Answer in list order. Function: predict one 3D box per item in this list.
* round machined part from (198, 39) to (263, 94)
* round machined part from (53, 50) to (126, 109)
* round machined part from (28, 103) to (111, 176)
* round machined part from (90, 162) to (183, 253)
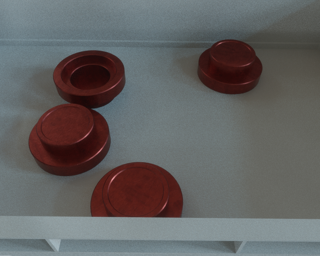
[{"bbox_3d":[0.110,-0.101,0.480,0.099,0.042,0.098,0,50,0],"label":"round machined part"},{"bbox_3d":[-0.099,-0.066,0.448,0.099,0.042,0.098,0,50,0],"label":"round machined part"},{"bbox_3d":[-0.114,0.007,0.386,0.099,0.042,0.098,0,50,0],"label":"round machined part"},{"bbox_3d":[-0.025,0.076,0.330,0.099,0.042,0.098,0,50,0],"label":"round machined part"}]
